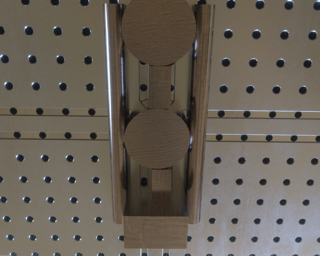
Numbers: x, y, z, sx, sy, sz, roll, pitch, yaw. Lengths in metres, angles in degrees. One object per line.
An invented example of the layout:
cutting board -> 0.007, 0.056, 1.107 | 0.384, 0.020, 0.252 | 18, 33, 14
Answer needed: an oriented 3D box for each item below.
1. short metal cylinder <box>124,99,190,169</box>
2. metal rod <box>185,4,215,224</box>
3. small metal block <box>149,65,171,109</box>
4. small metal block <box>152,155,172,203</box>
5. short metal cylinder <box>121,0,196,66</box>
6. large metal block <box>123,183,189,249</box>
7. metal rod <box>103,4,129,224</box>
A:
short metal cylinder -> -0.003, 0.006, 0.402 | 0.081, 0.050, 0.079 | 0, 110, 0
metal rod -> 0.050, -0.004, 0.411 | 0.025, 0.025, 0.298 | 1, 110, 0
small metal block -> 0.000, -0.055, 0.378 | 0.025, 0.050, 0.050 | 1, 110, 0
small metal block -> 0.002, 0.067, 0.424 | 0.025, 0.050, 0.050 | 0, 110, 0
short metal cylinder -> -0.001, -0.116, 0.357 | 0.081, 0.050, 0.079 | 0, 110, 0
large metal block -> -0.005, 0.118, 0.427 | 0.081, 0.080, 0.050 | 1, 110, -1
metal rod -> -0.056, -0.004, 0.410 | 0.025, 0.025, 0.298 | 1, 110, 0
